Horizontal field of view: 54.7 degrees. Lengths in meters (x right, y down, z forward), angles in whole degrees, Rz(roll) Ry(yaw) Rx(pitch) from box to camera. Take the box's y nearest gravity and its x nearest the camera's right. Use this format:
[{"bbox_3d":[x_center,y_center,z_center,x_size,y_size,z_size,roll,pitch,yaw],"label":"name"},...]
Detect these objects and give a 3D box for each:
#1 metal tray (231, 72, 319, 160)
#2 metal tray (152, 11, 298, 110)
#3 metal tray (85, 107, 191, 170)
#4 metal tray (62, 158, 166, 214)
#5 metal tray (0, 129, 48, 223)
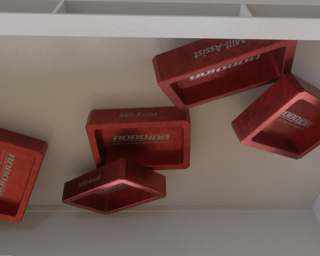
[{"bbox_3d":[0.162,-0.008,0.376,0.131,0.030,0.090,15,131,-36],"label":"metal tray"},{"bbox_3d":[0.068,-0.063,0.324,0.130,0.030,0.090,-17,161,13],"label":"metal tray"},{"bbox_3d":[-0.026,0.017,0.419,0.131,0.030,0.089,-2,130,1],"label":"metal tray"},{"bbox_3d":[-0.067,0.090,0.452,0.130,0.030,0.090,-25,141,33],"label":"metal tray"},{"bbox_3d":[-0.223,0.067,0.437,0.091,0.030,0.129,20,111,-17],"label":"metal tray"}]
